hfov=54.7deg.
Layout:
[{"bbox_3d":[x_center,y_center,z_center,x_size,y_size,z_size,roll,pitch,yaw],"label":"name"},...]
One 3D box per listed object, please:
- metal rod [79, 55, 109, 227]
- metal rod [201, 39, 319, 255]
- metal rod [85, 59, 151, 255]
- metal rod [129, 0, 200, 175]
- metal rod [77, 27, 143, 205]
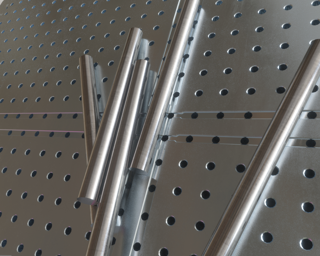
[{"bbox_3d":[-0.101,-0.002,0.460,0.025,0.025,0.299,-24,53,13],"label":"metal rod"},{"bbox_3d":[0.115,0.027,0.330,0.025,0.025,0.300,22,73,35],"label":"metal rod"},{"bbox_3d":[-0.048,0.027,0.401,0.025,0.025,0.300,-7,54,24],"label":"metal rod"},{"bbox_3d":[0.013,-0.077,0.447,0.025,0.025,0.300,3,63,29],"label":"metal rod"},{"bbox_3d":[-0.063,-0.038,0.445,0.025,0.025,0.300,-7,53,24],"label":"metal rod"}]
